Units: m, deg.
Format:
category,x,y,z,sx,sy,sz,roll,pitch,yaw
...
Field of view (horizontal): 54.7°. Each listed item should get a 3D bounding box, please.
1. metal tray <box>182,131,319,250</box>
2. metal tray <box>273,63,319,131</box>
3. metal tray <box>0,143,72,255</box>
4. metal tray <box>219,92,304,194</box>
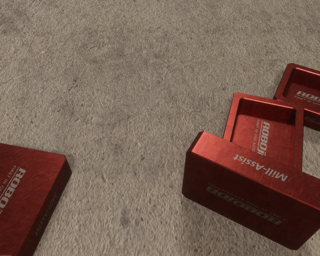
category,x,y,z,sx,sy,sz,roll,pitch,yaw
metal tray,0.088,0.063,0.308,0.130,0.089,0.030,23,54,18
metal tray,0.231,-0.037,0.433,0.130,0.030,0.090,22,53,17
metal tray,-0.163,0.082,0.329,0.090,0.030,0.130,10,51,8
metal tray,0.123,0.017,0.379,0.090,0.030,0.130,14,51,12
